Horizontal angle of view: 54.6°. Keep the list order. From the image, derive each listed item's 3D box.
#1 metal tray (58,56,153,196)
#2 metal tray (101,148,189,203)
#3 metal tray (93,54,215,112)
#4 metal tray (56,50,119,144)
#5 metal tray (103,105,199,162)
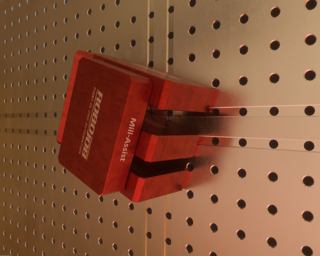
[{"bbox_3d":[-0.064,-0.004,0.342,0.090,0.030,0.129,26,107,37],"label":"metal tray"},{"bbox_3d":[-0.041,0.044,0.401,0.130,0.091,0.030,27,107,36],"label":"metal tray"},{"bbox_3d":[-0.012,-0.055,0.376,0.130,0.091,0.030,27,107,37],"label":"metal tray"},{"bbox_3d":[-0.096,-0.040,0.444,0.030,0.090,0.129,20,104,16],"label":"metal tray"},{"bbox_3d":[-0.028,0.000,0.390,0.130,0.091,0.030,25,105,36],"label":"metal tray"}]
